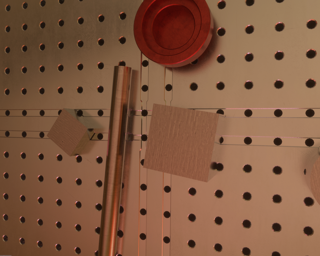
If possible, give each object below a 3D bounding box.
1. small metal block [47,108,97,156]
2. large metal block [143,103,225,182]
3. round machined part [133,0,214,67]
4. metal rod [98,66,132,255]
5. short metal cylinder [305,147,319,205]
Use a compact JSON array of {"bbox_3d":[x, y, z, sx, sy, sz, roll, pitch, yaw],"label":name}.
[{"bbox_3d":[-0.130,0.006,0.457,0.050,0.025,0.050,38,102,15],"label":"small metal block"},{"bbox_3d":[0.032,0.016,0.388,0.080,0.050,0.079,10,94,19],"label":"large metal block"},{"bbox_3d":[0.020,-0.126,0.396,0.098,0.042,0.097,0,90,19],"label":"round machined part"},{"bbox_3d":[-0.064,0.064,0.434,0.025,0.025,0.298,6,92,19],"label":"metal rod"},{"bbox_3d":[0.201,0.054,0.329,0.080,0.050,0.079,0,90,19],"label":"short metal cylinder"}]
